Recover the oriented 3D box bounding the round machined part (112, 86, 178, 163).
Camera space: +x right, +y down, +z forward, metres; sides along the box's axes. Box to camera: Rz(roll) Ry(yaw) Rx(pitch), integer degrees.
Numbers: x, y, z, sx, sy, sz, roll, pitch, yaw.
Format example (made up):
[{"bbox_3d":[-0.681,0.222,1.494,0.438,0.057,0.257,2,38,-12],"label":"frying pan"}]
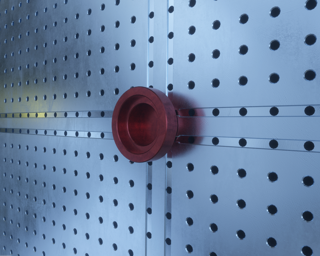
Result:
[{"bbox_3d":[-0.016,-0.004,0.412,0.098,0.042,0.097,0,90,40],"label":"round machined part"}]
